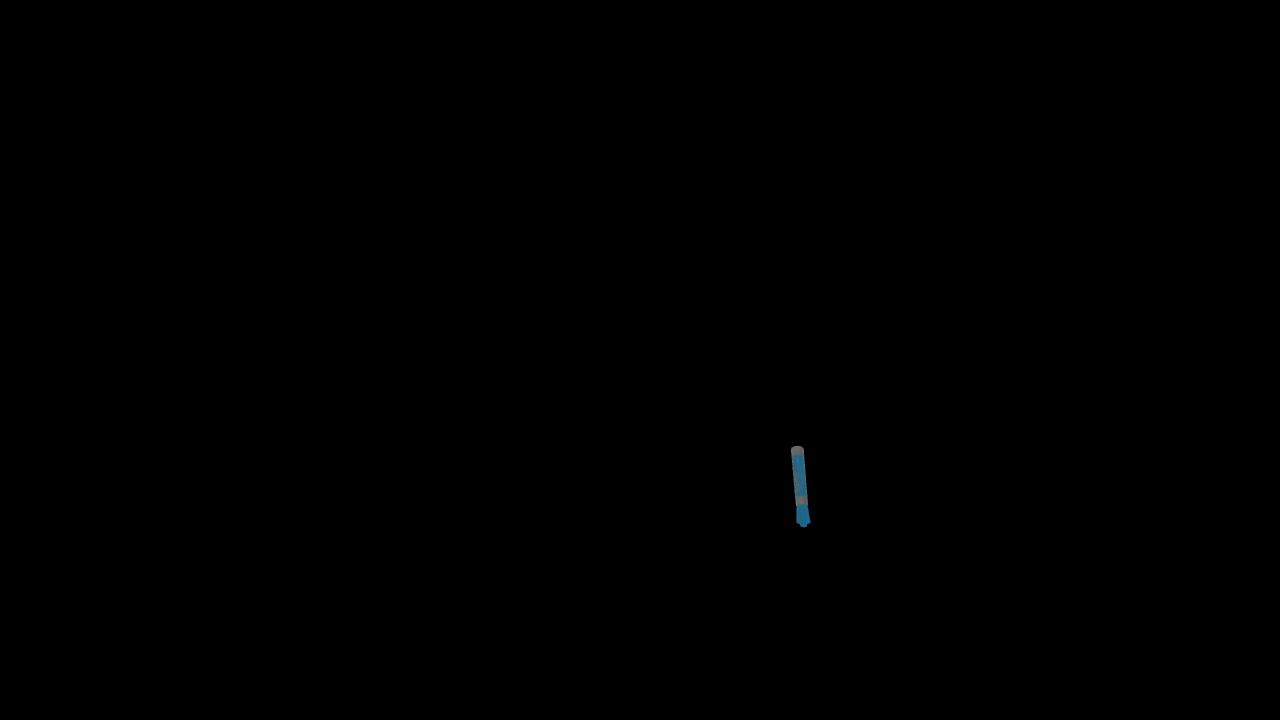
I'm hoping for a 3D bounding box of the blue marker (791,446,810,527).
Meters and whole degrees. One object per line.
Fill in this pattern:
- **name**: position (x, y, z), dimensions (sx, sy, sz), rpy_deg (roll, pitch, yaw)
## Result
- **blue marker**: position (0.231, 0.181, 0.886), dimensions (0.020, 0.121, 0.020), rpy_deg (4, -36, 3)
